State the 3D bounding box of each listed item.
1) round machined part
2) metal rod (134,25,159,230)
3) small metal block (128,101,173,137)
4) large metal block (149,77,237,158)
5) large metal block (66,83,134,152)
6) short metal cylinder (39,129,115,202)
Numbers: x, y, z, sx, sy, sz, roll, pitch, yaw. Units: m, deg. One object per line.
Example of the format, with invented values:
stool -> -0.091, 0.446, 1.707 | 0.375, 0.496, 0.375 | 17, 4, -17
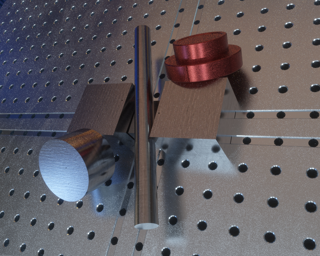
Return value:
round machined part -> 0.053, -0.095, 0.396 | 0.098, 0.042, 0.098 | -11, 24, 5
metal rod -> -0.020, -0.024, 0.400 | 0.025, 0.025, 0.299 | -16, 55, 19
small metal block -> -0.009, -0.009, 0.419 | 0.050, 0.025, 0.050 | 1, 62, 28
large metal block -> 0.043, -0.012, 0.378 | 0.080, 0.050, 0.080 | 1, 62, 28
large metal block -> -0.073, -0.016, 0.441 | 0.080, 0.050, 0.080 | 2, 63, 29
short metal cylinder -> -0.105, 0.045, 0.392 | 0.080, 0.050, 0.079 | 9, 109, 27
